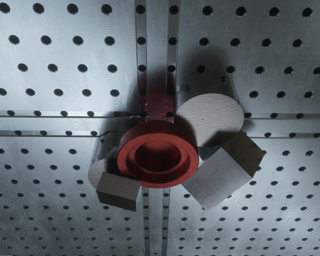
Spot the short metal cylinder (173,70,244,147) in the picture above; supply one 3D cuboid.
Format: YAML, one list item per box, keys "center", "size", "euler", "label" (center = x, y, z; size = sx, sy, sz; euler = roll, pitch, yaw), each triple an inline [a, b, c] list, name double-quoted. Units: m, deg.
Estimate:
- center: [0.056, -0.023, 0.376]
  size: [0.081, 0.050, 0.079]
  euler: [0, 130, 0]
  label: "short metal cylinder"

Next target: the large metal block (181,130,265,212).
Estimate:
- center: [0.085, 0.053, 0.413]
  size: [0.050, 0.080, 0.080]
  euler: [46, 122, 7]
  label: "large metal block"

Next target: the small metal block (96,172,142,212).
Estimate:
- center: [-0.052, 0.083, 0.400]
  size: [0.050, 0.025, 0.050]
  euler: [14, 149, 4]
  label: "small metal block"

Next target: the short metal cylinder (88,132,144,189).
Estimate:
- center: [-0.057, 0.052, 0.438]
  size: [0.081, 0.050, 0.079]
  euler: [0, 130, 0]
  label: "short metal cylinder"

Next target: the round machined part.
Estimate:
- center: [-0.002, 0.028, 0.386]
  size: [0.099, 0.042, 0.097]
  euler: [0, 130, 0]
  label: "round machined part"
